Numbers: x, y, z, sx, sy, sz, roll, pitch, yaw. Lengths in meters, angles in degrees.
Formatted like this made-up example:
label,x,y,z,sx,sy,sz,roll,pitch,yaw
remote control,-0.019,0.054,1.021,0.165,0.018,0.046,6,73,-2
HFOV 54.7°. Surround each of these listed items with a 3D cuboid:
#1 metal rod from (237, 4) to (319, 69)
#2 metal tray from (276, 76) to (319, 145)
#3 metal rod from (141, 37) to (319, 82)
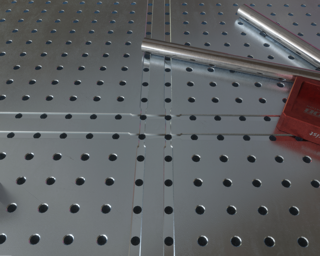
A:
label,x,y,z,sx,sy,sz,roll,pitch,yaw
metal rod,0.243,-0.133,0.522,0.025,0.025,0.300,-27,55,-21
metal tray,0.237,-0.015,0.419,0.130,0.030,0.090,23,53,17
metal rod,0.116,-0.105,0.497,0.301,0.025,0.025,14,51,11
